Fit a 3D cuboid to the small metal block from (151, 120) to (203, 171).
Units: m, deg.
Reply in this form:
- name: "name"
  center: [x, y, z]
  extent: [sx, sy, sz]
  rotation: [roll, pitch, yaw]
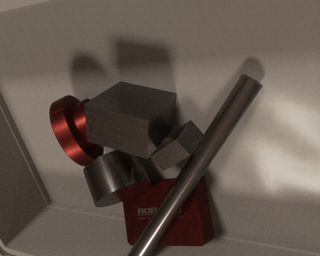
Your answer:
- name: "small metal block"
  center: [0.022, 0.022, 0.394]
  extent: [0.025, 0.050, 0.050]
  rotation: [49, 129, -6]

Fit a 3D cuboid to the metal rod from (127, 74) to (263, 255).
- name: "metal rod"
  center: [0.031, 0.069, 0.384]
  extent: [0.025, 0.025, 0.298]
  rotation: [32, 113, 7]

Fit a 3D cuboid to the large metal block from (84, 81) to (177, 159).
- name: "large metal block"
  center: [-0.033, -0.014, 0.379]
  extent: [0.080, 0.080, 0.050]
  rotation: [15, 122, 19]

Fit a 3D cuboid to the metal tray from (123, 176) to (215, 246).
- name: "metal tray"
  center: [0.007, 0.120, 0.447]
  extent: [0.130, 0.030, 0.090]
  rotation: [-14, 80, 33]

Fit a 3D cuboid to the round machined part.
- name: "round machined part"
  center: [-0.101, -0.001, 0.420]
  extent: [0.042, 0.098, 0.098]
  rotation: [-25, 107, 8]

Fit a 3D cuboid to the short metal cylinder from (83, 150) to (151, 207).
- name: "short metal cylinder"
  center: [-0.059, 0.069, 0.427]
  extent: [0.080, 0.081, 0.050]
  rotation: [-43, 63, 39]
